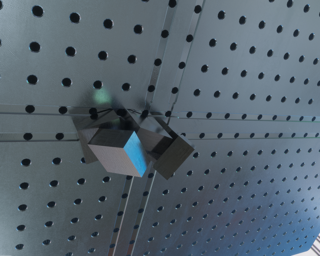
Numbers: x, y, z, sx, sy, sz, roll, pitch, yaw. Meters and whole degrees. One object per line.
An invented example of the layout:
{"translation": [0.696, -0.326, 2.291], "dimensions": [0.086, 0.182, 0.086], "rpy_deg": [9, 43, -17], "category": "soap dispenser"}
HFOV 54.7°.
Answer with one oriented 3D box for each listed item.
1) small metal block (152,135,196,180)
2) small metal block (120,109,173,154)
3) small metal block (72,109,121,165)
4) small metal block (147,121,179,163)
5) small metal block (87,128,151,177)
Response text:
{"translation": [0.020, 0.036, 0.395], "dimensions": [0.050, 0.025, 0.050], "rpy_deg": [-49, 173, 6], "category": "small metal block"}
{"translation": [-0.020, 0.005, 0.388], "dimensions": [0.050, 0.050, 0.025], "rpy_deg": [20, 108, -36], "category": "small metal block"}
{"translation": [-0.074, 0.010, 0.379], "dimensions": [0.050, 0.025, 0.050], "rpy_deg": [-18, 126, -18], "category": "small metal block"}
{"translation": [0.008, 0.027, 0.434], "dimensions": [0.050, 0.025, 0.050], "rpy_deg": [-46, 130, 3], "category": "small metal block"}
{"translation": [-0.046, 0.028, 0.353], "dimensions": [0.025, 0.050, 0.050], "rpy_deg": [-61, 141, -36], "category": "small metal block"}
